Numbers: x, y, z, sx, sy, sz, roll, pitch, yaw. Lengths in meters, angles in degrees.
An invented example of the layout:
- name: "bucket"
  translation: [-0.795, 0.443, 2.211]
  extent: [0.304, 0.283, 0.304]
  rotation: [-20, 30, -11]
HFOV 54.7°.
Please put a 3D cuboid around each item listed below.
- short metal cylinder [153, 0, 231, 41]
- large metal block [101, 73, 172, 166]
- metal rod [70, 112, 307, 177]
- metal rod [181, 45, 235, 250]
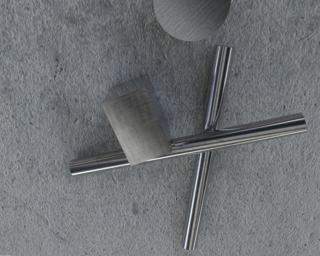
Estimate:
- name: "short metal cylinder"
  translation: [0.033, -0.140, 0.345]
  extent: [0.081, 0.050, 0.079]
  rotation: [0, 110, 0]
- name: "large metal block"
  translation: [-0.024, -0.013, 0.375]
  extent: [0.050, 0.080, 0.080]
  rotation: [-20, 109, 7]
- name: "metal rod"
  translation: [0.025, 0.025, 0.397]
  extent: [0.301, 0.025, 0.025]
  rotation: [-12, 110, 13]
- name: "metal rod"
  translation: [0.061, 0.040, 0.425]
  extent: [0.025, 0.025, 0.298]
  rotation: [6, 110, -3]
